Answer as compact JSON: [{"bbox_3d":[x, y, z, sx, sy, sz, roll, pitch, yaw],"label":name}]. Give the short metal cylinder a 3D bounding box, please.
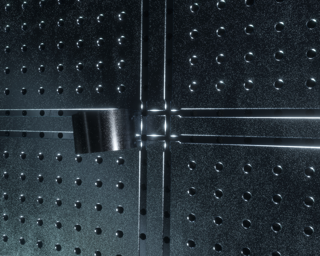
[{"bbox_3d":[-0.072,0.005,0.408,0.080,0.080,0.050,-7,88,19],"label":"short metal cylinder"}]
